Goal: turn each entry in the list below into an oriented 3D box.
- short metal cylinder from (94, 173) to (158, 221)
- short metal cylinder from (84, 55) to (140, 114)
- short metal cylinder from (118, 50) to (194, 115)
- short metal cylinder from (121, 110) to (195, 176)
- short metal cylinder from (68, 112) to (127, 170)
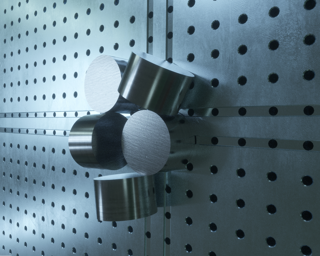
[{"bbox_3d":[-0.045,0.088,0.410,0.080,0.081,0.050,-8,86,40],"label":"short metal cylinder"},{"bbox_3d":[-0.064,-0.061,0.445,0.080,0.050,0.079,0,91,41],"label":"short metal cylinder"},{"bbox_3d":[-0.005,-0.056,0.378,0.080,0.081,0.050,35,111,34],"label":"short metal cylinder"},{"bbox_3d":[-0.003,0.018,0.396,0.080,0.050,0.079,1,91,39],"label":"short metal cylinder"},{"bbox_3d":[-0.081,0.019,0.442,0.050,0.081,0.080,-3,88,39],"label":"short metal cylinder"}]
